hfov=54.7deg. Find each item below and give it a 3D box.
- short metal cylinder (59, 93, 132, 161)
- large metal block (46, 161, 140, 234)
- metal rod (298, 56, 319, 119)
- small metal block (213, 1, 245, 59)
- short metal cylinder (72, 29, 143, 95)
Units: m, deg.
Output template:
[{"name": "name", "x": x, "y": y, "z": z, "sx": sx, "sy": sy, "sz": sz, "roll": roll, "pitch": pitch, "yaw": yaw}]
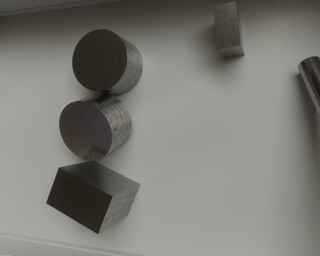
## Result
[{"name": "short metal cylinder", "x": -0.086, "y": -0.003, "z": 0.414, "sx": 0.080, "sy": 0.050, "sz": 0.079, "roll": 8, "pitch": 111, "yaw": 22}, {"name": "large metal block", "x": -0.085, "y": 0.086, "z": 0.410, "sx": 0.080, "sy": 0.080, "sz": 0.050, "roll": 24, "pitch": 98, "yaw": 18}, {"name": "metal rod", "x": 0.188, "y": 0.057, "z": 0.281, "sx": 0.025, "sy": 0.025, "sz": 0.299, "roll": -19, "pitch": 60, "yaw": 19}, {"name": "small metal block", "x": 0.083, "y": -0.114, "z": 0.368, "sx": 0.025, "sy": 0.050, "sz": 0.050, "roll": -7, "pitch": 88, "yaw": 20}, {"name": "short metal cylinder", "x": -0.070, "y": -0.087, "z": 0.421, "sx": 0.080, "sy": 0.050, "sz": 0.079, "roll": 0, "pitch": 90, "yaw": 19}]
